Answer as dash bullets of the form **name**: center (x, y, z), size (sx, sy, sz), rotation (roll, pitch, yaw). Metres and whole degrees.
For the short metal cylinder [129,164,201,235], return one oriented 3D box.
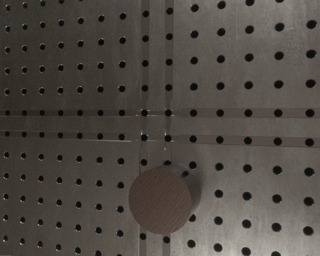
- **short metal cylinder**: center (0.007, 0.088, 0.396), size (0.080, 0.050, 0.079), rotation (0, 90, 19)
